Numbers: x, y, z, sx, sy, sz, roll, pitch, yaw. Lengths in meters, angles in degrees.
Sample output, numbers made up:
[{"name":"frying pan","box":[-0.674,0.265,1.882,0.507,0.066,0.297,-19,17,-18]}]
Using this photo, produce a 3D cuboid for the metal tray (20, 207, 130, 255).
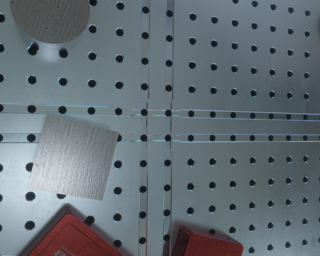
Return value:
[{"name":"metal tray","box":[-0.095,0.171,0.375,0.130,0.030,0.090,45,76,-15]}]

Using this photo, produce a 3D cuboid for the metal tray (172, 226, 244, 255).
[{"name":"metal tray","box":[0.056,0.213,0.431,0.091,0.030,0.129,20,83,-19]}]

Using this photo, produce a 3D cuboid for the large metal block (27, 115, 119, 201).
[{"name":"large metal block","box":[-0.101,0.034,0.362,0.081,0.050,0.080,15,85,-20]}]

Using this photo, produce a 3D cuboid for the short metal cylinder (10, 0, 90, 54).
[{"name":"short metal cylinder","box":[-0.124,-0.130,0.353,0.081,0.050,0.079,0,90,-20]}]
